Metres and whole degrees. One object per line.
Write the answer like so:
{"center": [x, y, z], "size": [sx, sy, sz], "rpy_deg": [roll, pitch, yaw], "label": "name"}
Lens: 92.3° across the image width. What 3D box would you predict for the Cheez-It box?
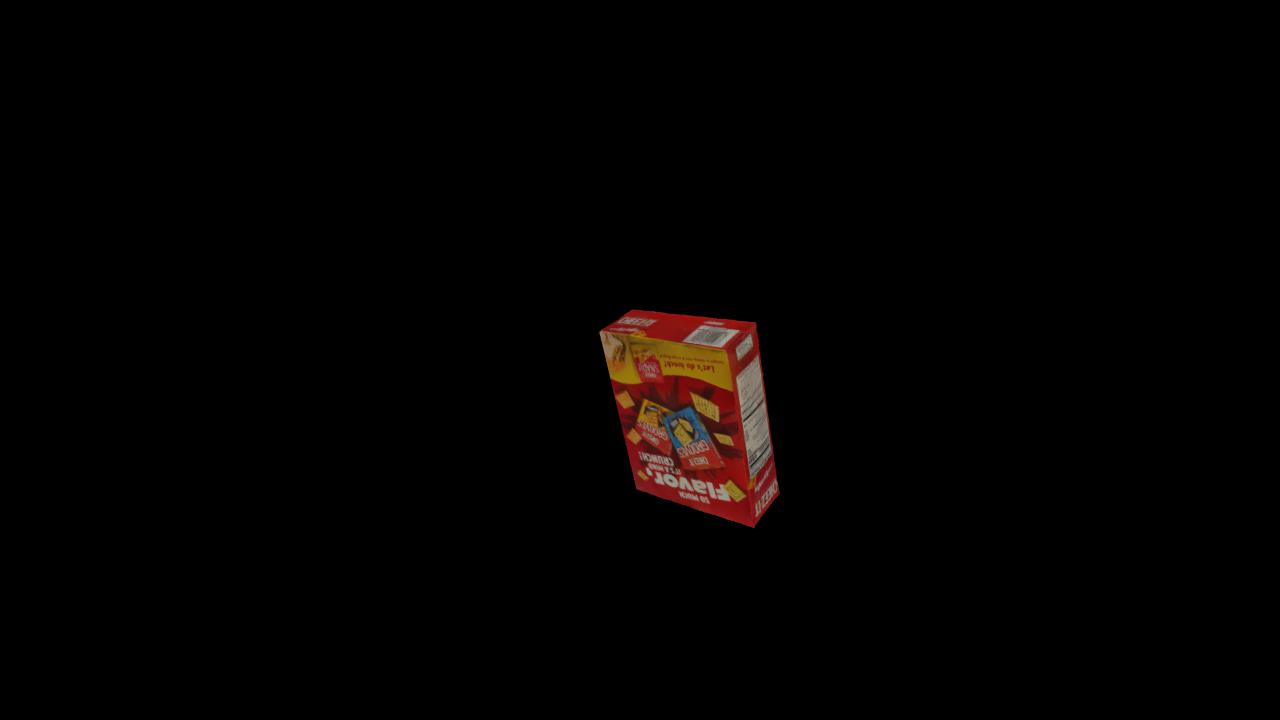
{"center": [0.056, 0.062, 0.677], "size": [0.166, 0.223, 0.071], "rpy_deg": [9, 33, 39], "label": "Cheez-It box"}
